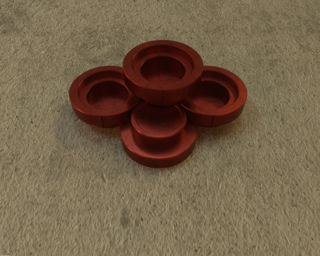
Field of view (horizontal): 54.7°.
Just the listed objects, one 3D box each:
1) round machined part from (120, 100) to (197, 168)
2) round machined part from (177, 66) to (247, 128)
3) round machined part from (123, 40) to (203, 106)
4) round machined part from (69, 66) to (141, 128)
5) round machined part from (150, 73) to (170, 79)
[{"bbox_3d":[-0.002,-0.001,0.394,0.099,0.042,0.098,0,50,0],"label":"round machined part"},{"bbox_3d":[0.066,-0.039,0.427,0.099,0.042,0.098,0,50,0],"label":"round machined part"},{"bbox_3d":[0.004,-0.066,0.394,0.099,0.042,0.098,0,50,0],"label":"round machined part"},{"bbox_3d":[-0.070,-0.038,0.425,0.099,0.042,0.098,0,50,0],"label":"round machined part"},{"bbox_3d":[-0.001,-0.077,0.458,0.099,0.042,0.098,0,50,0],"label":"round machined part"}]
